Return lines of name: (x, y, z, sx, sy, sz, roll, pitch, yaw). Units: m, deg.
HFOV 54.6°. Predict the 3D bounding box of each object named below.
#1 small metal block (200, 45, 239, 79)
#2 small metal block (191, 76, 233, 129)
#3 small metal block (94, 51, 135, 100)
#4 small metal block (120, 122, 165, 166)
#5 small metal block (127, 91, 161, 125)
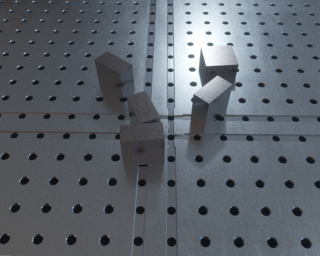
small metal block: (0.094, -0.107, 0.498, 0.050, 0.025, 0.050, -3, 50, -3)
small metal block: (0.069, -0.035, 0.421, 0.025, 0.050, 0.050, 37, 59, 27)
small metal block: (-0.066, -0.077, 0.456, 0.050, 0.050, 0.025, 32, 57, 24)
small metal block: (-0.021, 0.020, 0.374, 0.050, 0.050, 0.025, -4, 50, -4)
small metal block: (-0.021, -0.011, 0.401, 0.025, 0.050, 0.050, -18, 52, -14)
